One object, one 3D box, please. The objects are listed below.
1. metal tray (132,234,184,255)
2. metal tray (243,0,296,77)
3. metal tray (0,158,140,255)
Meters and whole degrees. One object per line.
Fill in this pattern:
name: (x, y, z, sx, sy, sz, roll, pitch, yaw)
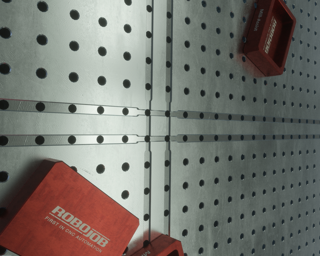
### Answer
metal tray: (-0.021, 0.206, 0.387, 0.131, 0.030, 0.090, -21, 104, -38)
metal tray: (0.207, -0.173, 0.576, 0.090, 0.030, 0.130, 32, 70, -35)
metal tray: (-0.092, 0.105, 0.329, 0.130, 0.030, 0.090, 46, 62, -30)
